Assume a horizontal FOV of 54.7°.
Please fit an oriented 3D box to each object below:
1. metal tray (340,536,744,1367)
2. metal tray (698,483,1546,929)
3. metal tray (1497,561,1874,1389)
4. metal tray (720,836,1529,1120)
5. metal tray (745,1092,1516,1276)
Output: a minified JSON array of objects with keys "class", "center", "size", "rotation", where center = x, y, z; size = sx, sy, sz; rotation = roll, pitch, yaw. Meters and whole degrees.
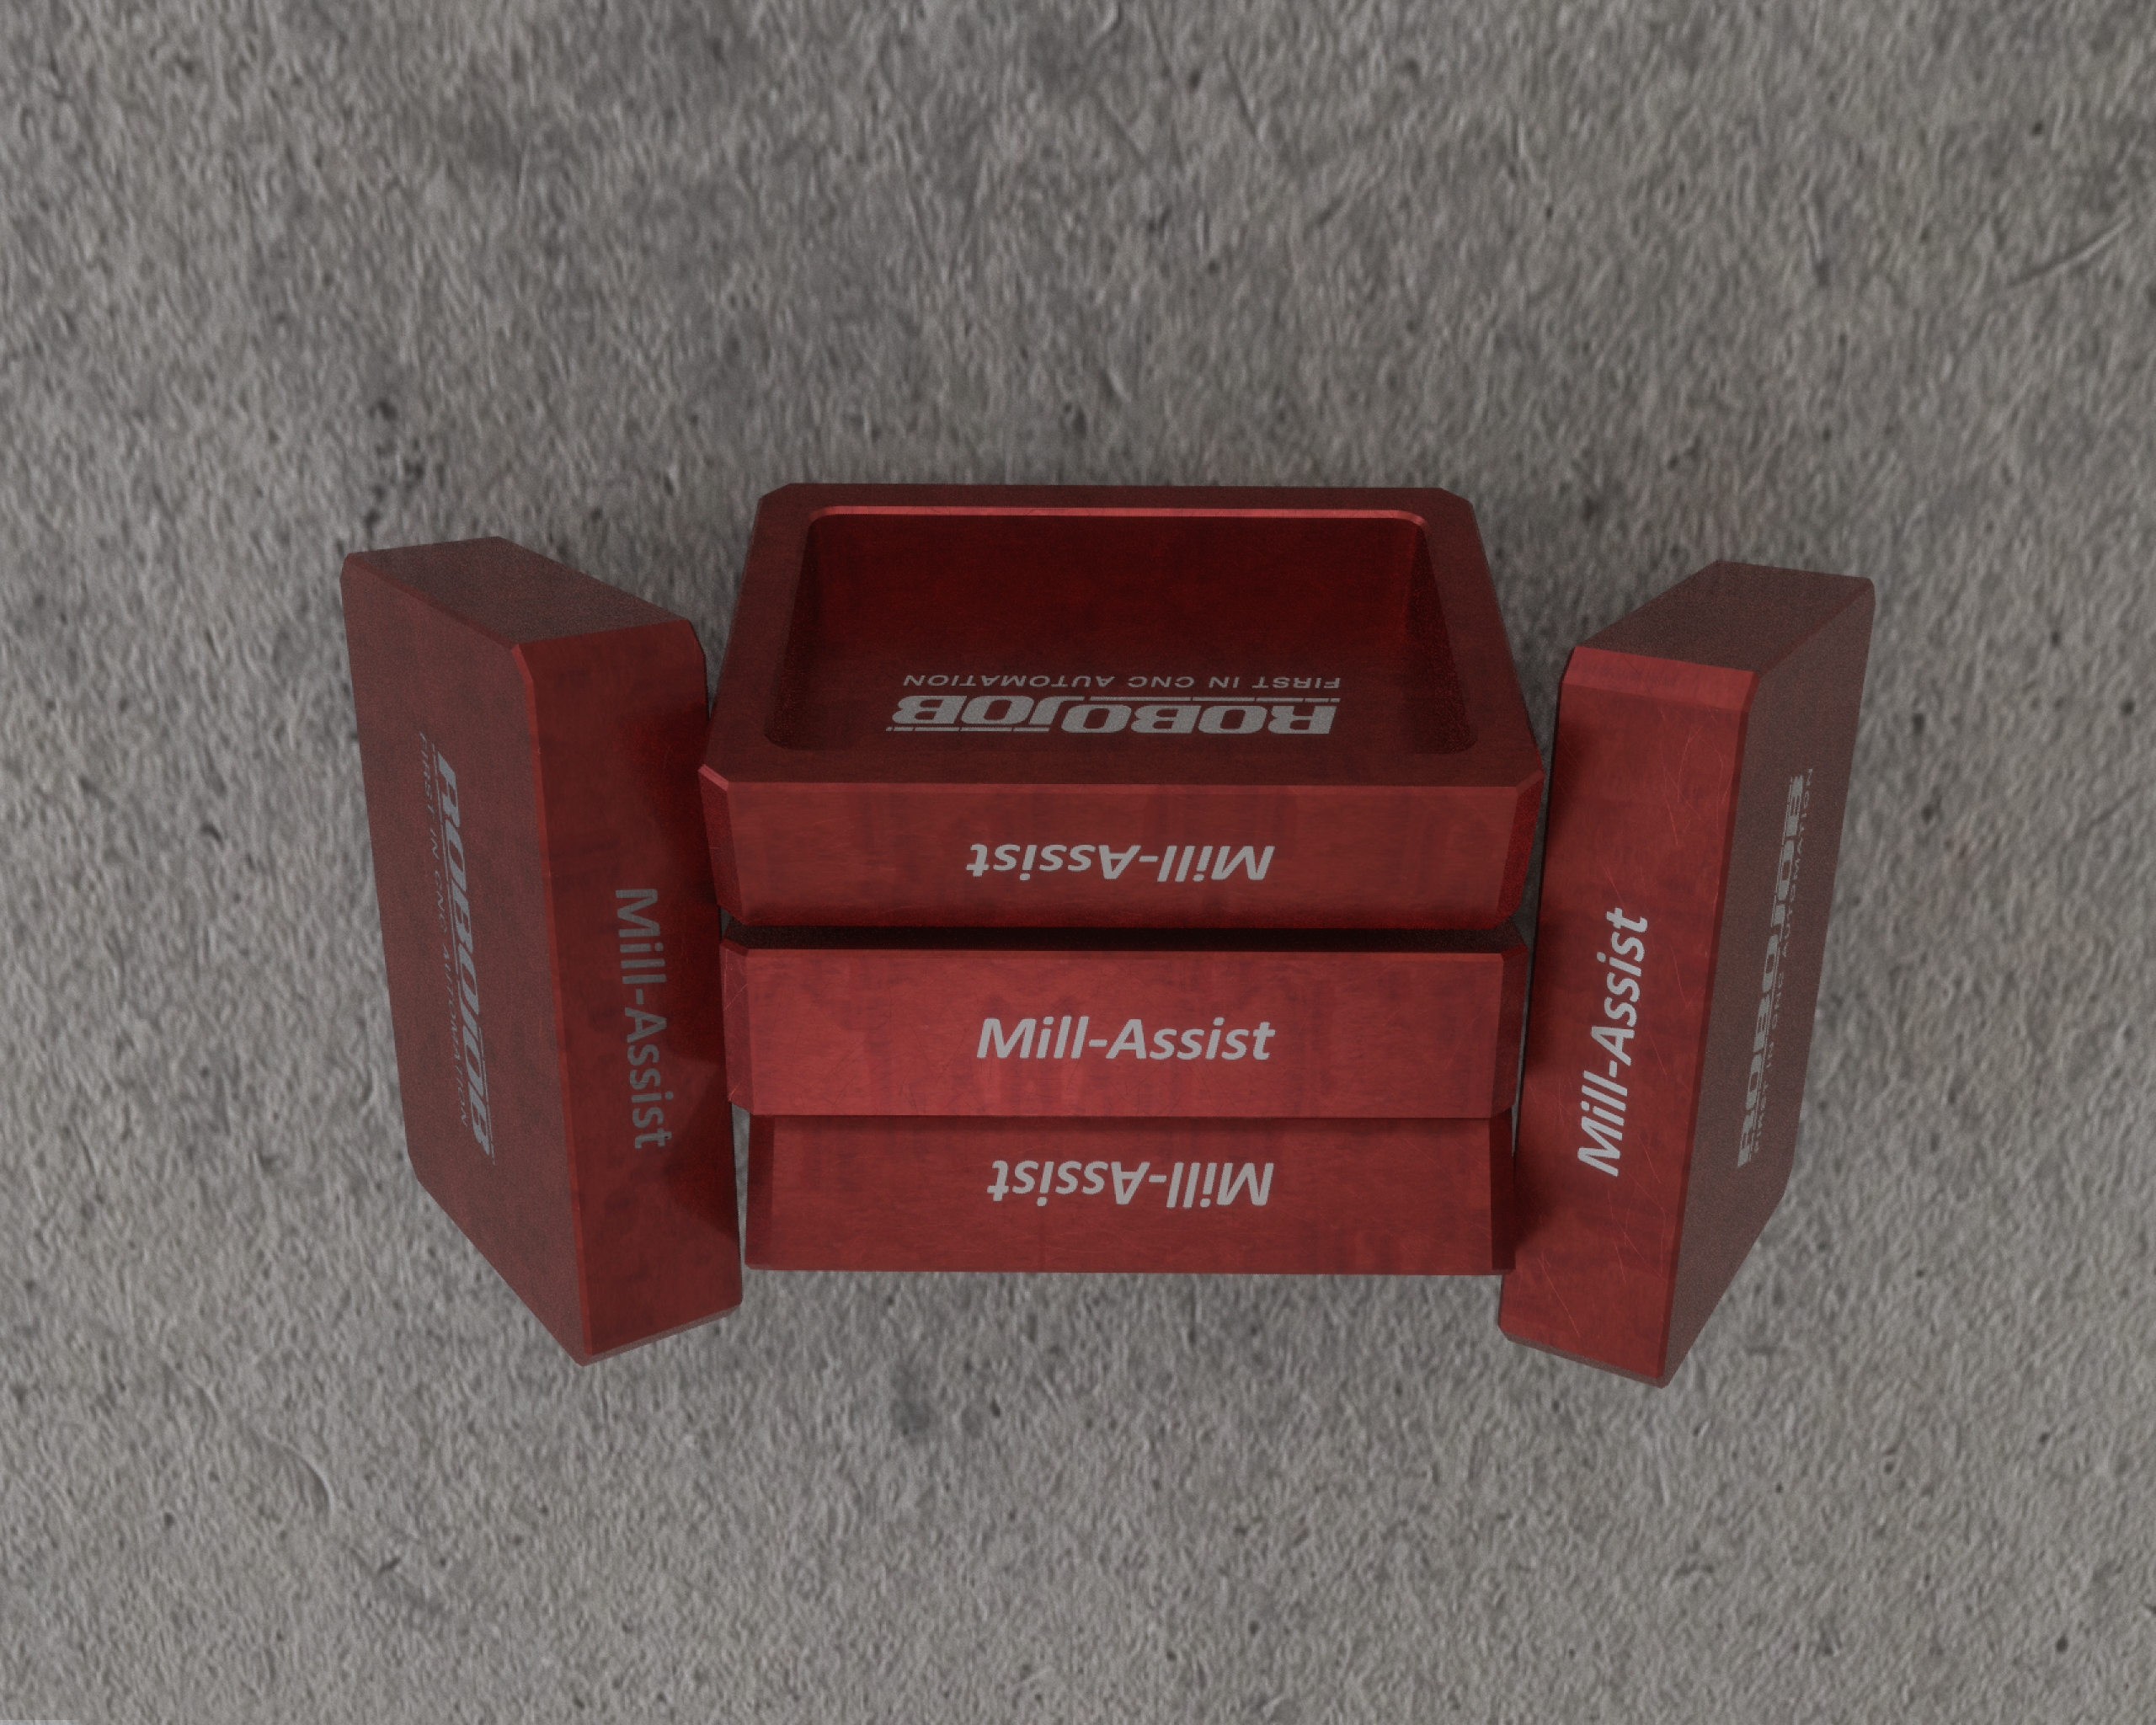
[{"class":"metal tray","center":[-0.098,0.013,0.378],"size":[0.030,0.090,0.129],"rotation":[-14,115,-34]},{"class":"metal tray","center":[0.007,-0.030,0.361],"size":[0.131,0.090,0.030],"rotation":[0,131,-1]},{"class":"metal tray","center":[0.112,0.017,0.381],"size":[0.030,0.091,0.129],"rotation":[13,113,29]},{"class":"metal tray","center":[0.008,0.013,0.379],"size":[0.131,0.090,0.030],"rotation":[0,110,-1]},{"class":"metal tray","center":[0.009,0.061,0.395],"size":[0.131,0.090,0.030],"rotation":[1,81,-1]}]
